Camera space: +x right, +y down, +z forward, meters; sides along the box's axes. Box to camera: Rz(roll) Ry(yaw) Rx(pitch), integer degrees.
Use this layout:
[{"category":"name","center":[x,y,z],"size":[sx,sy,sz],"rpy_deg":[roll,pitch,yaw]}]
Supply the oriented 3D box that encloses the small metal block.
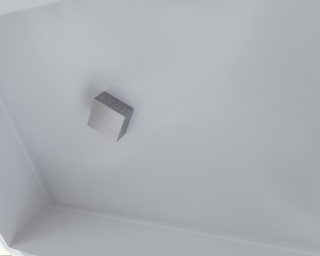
[{"category":"small metal block","center":[-0.070,-0.015,0.437],"size":[0.050,0.025,0.050],"rpy_deg":[31,128,8]}]
